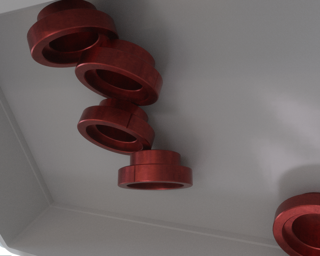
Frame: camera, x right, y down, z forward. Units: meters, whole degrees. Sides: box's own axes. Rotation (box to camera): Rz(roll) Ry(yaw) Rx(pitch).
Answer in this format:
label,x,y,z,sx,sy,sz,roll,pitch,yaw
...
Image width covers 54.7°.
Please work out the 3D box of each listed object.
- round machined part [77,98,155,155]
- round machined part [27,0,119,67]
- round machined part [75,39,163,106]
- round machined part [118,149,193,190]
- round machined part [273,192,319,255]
label,x,y,z,sx,sy,sz,roll,pitch,yaw
round machined part,-0.053,-0.003,0.406,0.098,0.042,0.098,13,154,7
round machined part,-0.100,-0.109,0.354,0.098,0.099,0.042,-23,80,36
round machined part,-0.044,-0.066,0.359,0.098,0.042,0.098,15,163,5
round machined part,-0.006,0.056,0.413,0.098,0.098,0.042,-12,69,33
round machined part,0.189,0.116,0.370,0.098,0.042,0.097,13,124,21
